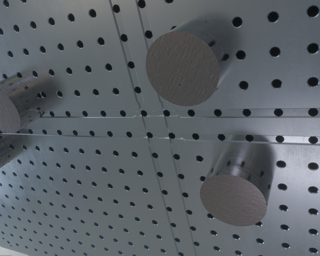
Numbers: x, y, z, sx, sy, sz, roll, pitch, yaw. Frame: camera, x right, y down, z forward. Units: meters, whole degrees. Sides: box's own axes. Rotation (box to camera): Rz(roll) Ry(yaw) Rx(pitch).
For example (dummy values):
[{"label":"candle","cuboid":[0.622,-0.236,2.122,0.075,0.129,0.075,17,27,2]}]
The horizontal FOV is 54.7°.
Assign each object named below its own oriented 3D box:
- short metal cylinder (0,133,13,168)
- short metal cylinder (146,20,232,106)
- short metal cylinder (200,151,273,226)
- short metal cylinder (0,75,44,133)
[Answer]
[{"label":"short metal cylinder","cuboid":[-0.336,0.047,0.601,0.080,0.050,0.079,13,124,21]},{"label":"short metal cylinder","cuboid":[0.032,-0.070,0.335,0.080,0.050,0.079,13,124,21]},{"label":"short metal cylinder","cuboid":[0.097,0.076,0.391,0.080,0.050,0.079,13,124,21]},{"label":"short metal cylinder","cuboid":[-0.236,-0.038,0.496,0.080,0.050,0.079,13,124,21]}]
